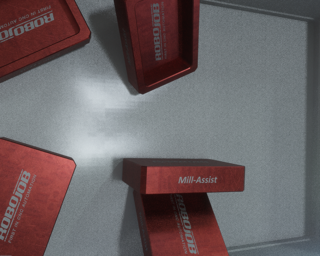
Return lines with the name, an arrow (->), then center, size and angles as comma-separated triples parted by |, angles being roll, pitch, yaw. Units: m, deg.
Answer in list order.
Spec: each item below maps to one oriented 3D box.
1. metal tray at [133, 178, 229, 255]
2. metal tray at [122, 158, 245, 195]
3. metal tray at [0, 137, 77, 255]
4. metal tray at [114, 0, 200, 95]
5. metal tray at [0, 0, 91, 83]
metal tray -> 0.023, 0.121, 0.375 | 0.091, 0.030, 0.130 | 2, 46, -20
metal tray -> 0.027, 0.057, 0.387 | 0.131, 0.090, 0.030 | 3, 89, -20
metal tray -> -0.160, 0.084, 0.349 | 0.091, 0.030, 0.129 | 21, 83, -19
metal tray -> 0.001, -0.111, 0.365 | 0.091, 0.030, 0.129 | -27, 142, -18
metal tray -> -0.154, -0.113, 0.340 | 0.131, 0.030, 0.090 | -28, 100, -10
